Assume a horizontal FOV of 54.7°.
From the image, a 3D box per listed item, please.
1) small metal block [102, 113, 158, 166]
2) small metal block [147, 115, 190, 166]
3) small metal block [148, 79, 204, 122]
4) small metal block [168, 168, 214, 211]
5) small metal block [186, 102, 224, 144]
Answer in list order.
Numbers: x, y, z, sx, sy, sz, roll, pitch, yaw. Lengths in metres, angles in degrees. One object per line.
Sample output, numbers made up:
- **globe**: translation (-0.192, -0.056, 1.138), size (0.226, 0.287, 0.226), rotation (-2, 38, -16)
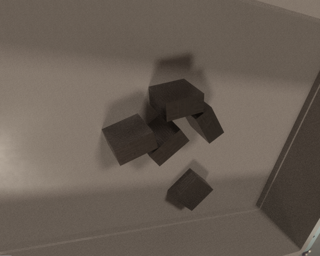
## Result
- **small metal block**: translation (-0.038, 0.013, 0.381), size (0.050, 0.050, 0.025), rotation (-25, 128, -13)
- **small metal block**: translation (0.002, 0.013, 0.403), size (0.050, 0.050, 0.025), rotation (-41, 130, -1)
- **small metal block**: translation (0.019, -0.036, 0.383), size (0.050, 0.050, 0.025), rotation (-16, 125, -20)
- **small metal block**: translation (0.050, 0.100, 0.500), size (0.050, 0.025, 0.050), rotation (-46, 130, 3)
- **small metal block**: translation (0.054, -0.014, 0.415), size (0.025, 0.050, 0.050), rotation (-38, 130, -3)
